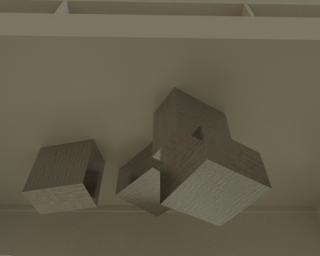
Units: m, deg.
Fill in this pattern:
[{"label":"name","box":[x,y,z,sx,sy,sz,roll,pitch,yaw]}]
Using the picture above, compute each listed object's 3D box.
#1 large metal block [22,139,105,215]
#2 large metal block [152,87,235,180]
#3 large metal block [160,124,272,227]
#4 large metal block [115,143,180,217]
[{"label":"large metal block","box":[-0.128,0.066,0.428,0.080,0.080,0.050,-9,130,8]},{"label":"large metal block","box":[0.039,0.007,0.379,0.080,0.080,0.050,25,126,-20]},{"label":"large metal block","box":[0.056,0.054,0.334,0.080,0.050,0.080,25,126,-20]},{"label":"large metal block","box":[-0.007,0.078,0.459,0.080,0.050,0.080,35,122,-26]}]
